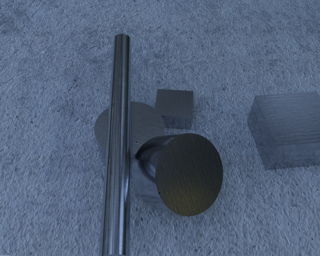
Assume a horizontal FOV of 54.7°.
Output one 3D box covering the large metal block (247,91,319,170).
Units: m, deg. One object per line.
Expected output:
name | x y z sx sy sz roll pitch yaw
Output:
large metal block | 0.165 0.002 0.387 0.081 0.050 0.080 -4 50 -4

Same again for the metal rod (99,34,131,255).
metal rod | -0.045 -0.009 0.345 0.025 0.025 0.300 -2 50 -2

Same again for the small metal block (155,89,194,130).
small metal block | 0.019 -0.026 0.426 0.050 0.025 0.050 4 50 3

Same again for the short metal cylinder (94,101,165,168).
short metal cylinder | -0.035 0.014 0.375 0.081 0.050 0.080 0 50 0

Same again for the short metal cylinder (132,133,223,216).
short metal cylinder | 0.018 0.046 0.321 0.081 0.050 0.080 3 84 -30
